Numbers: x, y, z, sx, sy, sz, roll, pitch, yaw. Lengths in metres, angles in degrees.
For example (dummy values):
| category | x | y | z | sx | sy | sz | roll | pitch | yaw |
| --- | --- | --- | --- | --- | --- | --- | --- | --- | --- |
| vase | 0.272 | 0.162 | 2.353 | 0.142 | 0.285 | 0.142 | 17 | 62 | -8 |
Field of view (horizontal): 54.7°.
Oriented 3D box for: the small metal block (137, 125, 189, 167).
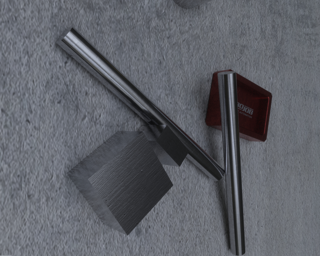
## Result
| category | x | y | z | sx | sy | sz | roll | pitch | yaw |
| --- | --- | --- | --- | --- | --- | --- | --- | --- | --- |
| small metal block | 0.000 | 0.022 | 0.391 | 0.050 | 0.050 | 0.025 | 49 | 61 | -29 |

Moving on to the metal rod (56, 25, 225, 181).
| category | x | y | z | sx | sy | sz | roll | pitch | yaw |
| --- | --- | --- | --- | --- | --- | --- | --- | --- | --- |
| metal rod | -0.005 | -0.013 | 0.402 | 0.300 | 0.025 | 0.025 | 42 | 65 | -32 |

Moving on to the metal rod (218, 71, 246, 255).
| category | x | y | z | sx | sy | sz | roll | pitch | yaw |
| --- | --- | --- | --- | --- | --- | --- | --- | --- | --- |
| metal rod | 0.112 | 0.064 | 0.474 | 0.025 | 0.025 | 0.298 | -22 | 112 | -38 |

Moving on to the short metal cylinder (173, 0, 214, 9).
| category | x | y | z | sx | sy | sz | roll | pitch | yaw |
| --- | --- | --- | --- | --- | --- | --- | --- | --- | --- |
| short metal cylinder | 0.051 | -0.214 | 0.433 | 0.081 | 0.050 | 0.079 | 0 | 90 | -40 |

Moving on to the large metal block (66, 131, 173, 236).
| category | x | y | z | sx | sy | sz | roll | pitch | yaw |
| --- | --- | --- | --- | --- | --- | --- | --- | --- | --- |
| large metal block | -0.043 | 0.059 | 0.354 | 0.080 | 0.050 | 0.080 | -43 | 116 | -32 |

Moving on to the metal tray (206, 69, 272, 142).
| category | x | y | z | sx | sy | sz | roll | pitch | yaw |
| --- | --- | --- | --- | --- | --- | --- | --- | --- | --- |
| metal tray | 0.136 | -0.033 | 0.518 | 0.131 | 0.030 | 0.090 | 17 | 79 | -39 |
